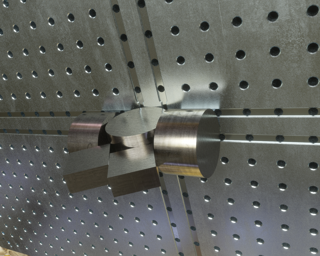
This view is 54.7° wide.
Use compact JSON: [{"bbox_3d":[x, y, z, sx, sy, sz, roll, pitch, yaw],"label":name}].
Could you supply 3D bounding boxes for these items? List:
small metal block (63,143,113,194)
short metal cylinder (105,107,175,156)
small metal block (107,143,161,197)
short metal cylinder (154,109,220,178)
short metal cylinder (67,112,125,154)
[{"bbox_3d":[-0.080,0.046,0.360,0.050,0.050,0.025,-14,115,-1],"label":"small metal block"},{"bbox_3d":[-0.024,0.012,0.396,0.080,0.080,0.050,1,119,27],"label":"short metal cylinder"},{"bbox_3d":[-0.028,0.045,0.338,0.050,0.050,0.025,-13,115,0],"label":"small metal block"},{"bbox_3d":[0.035,0.017,0.367,0.050,0.080,0.080,1,119,29],"label":"short metal cylinder"},{"bbox_3d":[-0.080,0.018,0.428,0.050,0.080,0.080,1,119,28],"label":"short metal cylinder"}]
